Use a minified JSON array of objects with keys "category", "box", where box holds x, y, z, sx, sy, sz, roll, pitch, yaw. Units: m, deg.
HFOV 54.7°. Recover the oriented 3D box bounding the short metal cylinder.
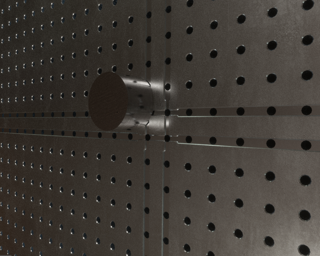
[{"category":"short metal cylinder","box":[-0.055,-0.036,0.437,0.080,0.050,0.079,0,90,39]}]
